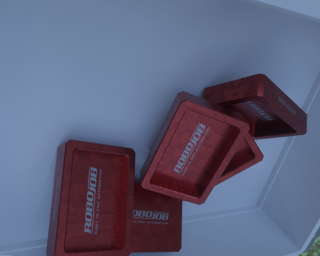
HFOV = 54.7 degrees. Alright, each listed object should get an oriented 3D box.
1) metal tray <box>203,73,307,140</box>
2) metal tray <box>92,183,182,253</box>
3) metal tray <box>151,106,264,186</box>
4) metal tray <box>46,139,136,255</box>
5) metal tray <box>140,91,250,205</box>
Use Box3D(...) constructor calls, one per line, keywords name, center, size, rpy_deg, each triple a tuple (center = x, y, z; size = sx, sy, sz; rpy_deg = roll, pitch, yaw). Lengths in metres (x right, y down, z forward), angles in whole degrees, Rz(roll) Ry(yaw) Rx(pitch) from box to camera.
Box3D(name="metal tray", center=(0.132, -0.023, 0.427), size=(0.131, 0.090, 0.030), rpy_deg=(27, 65, -38))
Box3D(name="metal tray", center=(-0.027, 0.126, 0.435), size=(0.131, 0.030, 0.090), rpy_deg=(16, 68, -35))
Box3D(name="metal tray", center=(0.063, 0.036, 0.427), size=(0.130, 0.030, 0.090), rpy_deg=(-32, 115, 11))
Box3D(name="metal tray", center=(-0.078, 0.085, 0.366), size=(0.091, 0.030, 0.129), rpy_deg=(11, 72, -33))
Box3D(name="metal tray", center=(0.040, 0.029, 0.388), size=(0.091, 0.030, 0.129), rpy_deg=(20, 114, -13))
